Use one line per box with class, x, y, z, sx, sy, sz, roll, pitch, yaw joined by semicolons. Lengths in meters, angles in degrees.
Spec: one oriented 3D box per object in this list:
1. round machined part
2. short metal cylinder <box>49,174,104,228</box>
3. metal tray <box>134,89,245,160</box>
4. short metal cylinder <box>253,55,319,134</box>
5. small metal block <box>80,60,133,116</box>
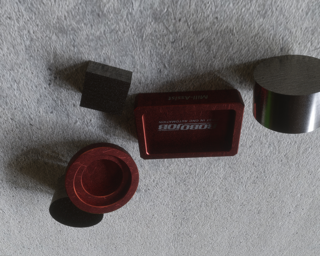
round machined part;-0.082;0.066;0.434;0.099;0.042;0.097;-5;106;-17
short metal cylinder;-0.126;0.112;0.485;0.081;0.050;0.079;0;130;0
metal tray;0.036;-0.002;0.402;0.131;0.030;0.089;-3;130;2
short metal cylinder;0.144;-0.039;0.340;0.080;0.080;0.050;-7;130;6
small metal block;-0.064;-0.046;0.367;0.050;0.025;0.050;13;129;-12
